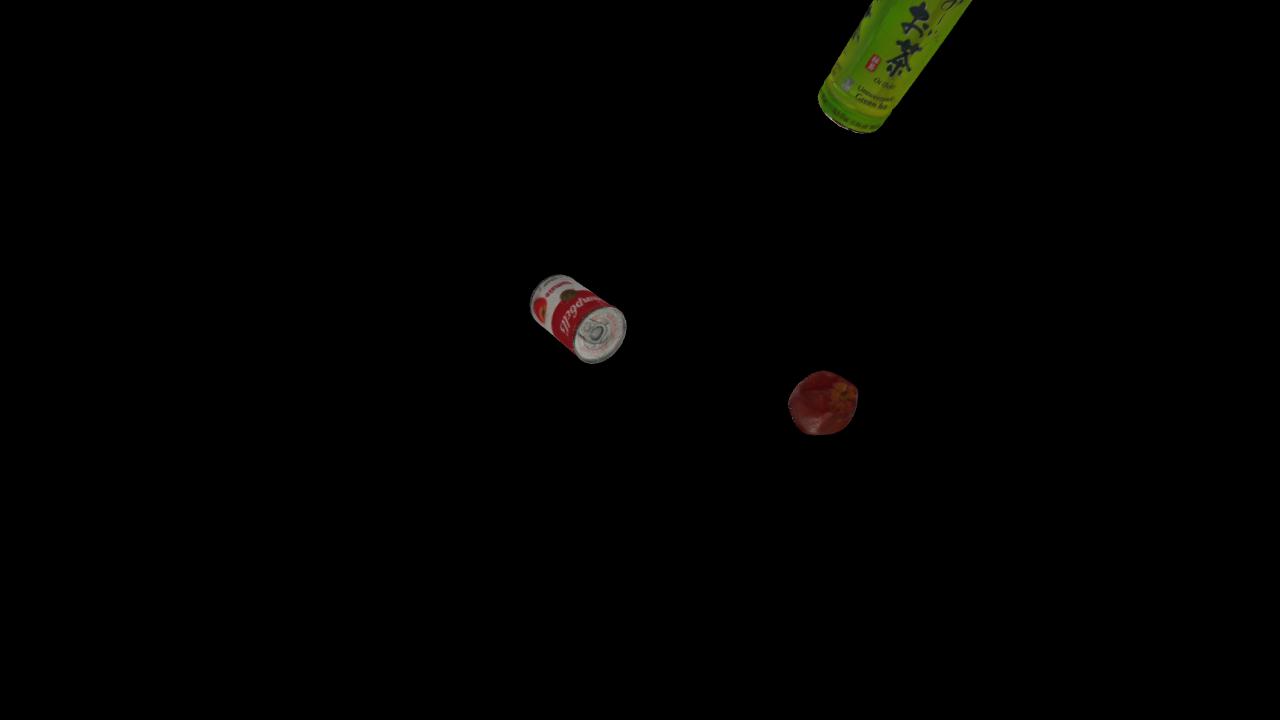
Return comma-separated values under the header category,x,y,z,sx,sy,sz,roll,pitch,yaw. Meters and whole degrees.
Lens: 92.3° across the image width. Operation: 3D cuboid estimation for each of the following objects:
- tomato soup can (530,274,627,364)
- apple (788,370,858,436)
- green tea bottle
category,x,y,z,sx,sy,sz,roll,pitch,yaw
tomato soup can,-0.071,-0.048,0.686,0.068,0.068,0.101,0,27,-41
apple,0.226,0.053,0.757,0.079,0.079,0.093,0,-18,-11
green tea bottle,0.232,-0.296,0.514,0.073,0.073,0.212,0,-34,-21
